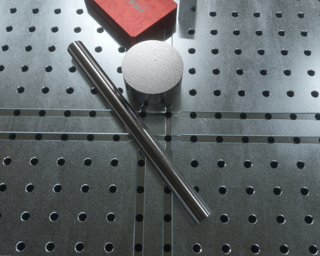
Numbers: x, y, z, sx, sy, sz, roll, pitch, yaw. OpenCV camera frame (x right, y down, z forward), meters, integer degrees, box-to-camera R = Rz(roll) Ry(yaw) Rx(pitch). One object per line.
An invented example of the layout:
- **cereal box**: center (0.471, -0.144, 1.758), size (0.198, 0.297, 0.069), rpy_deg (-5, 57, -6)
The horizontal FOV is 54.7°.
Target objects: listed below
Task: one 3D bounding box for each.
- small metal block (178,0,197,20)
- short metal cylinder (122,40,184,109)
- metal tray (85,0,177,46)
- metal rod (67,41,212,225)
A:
- **small metal block**: center (0.044, -0.203, 0.473), size (0.025, 0.050, 0.050), rpy_deg (7, 70, 2)
- **short metal cylinder**: center (-0.010, -0.072, 0.425), size (0.081, 0.050, 0.080), rpy_deg (0, 70, -1)
- **metal tray**: center (-0.048, -0.195, 0.480), size (0.090, 0.030, 0.130), rpy_deg (-40, 75, -14)
- **metal rod**: center (-0.036, -0.005, 0.412), size (0.025, 0.025, 0.300), rpy_deg (-35, 74, -12)
